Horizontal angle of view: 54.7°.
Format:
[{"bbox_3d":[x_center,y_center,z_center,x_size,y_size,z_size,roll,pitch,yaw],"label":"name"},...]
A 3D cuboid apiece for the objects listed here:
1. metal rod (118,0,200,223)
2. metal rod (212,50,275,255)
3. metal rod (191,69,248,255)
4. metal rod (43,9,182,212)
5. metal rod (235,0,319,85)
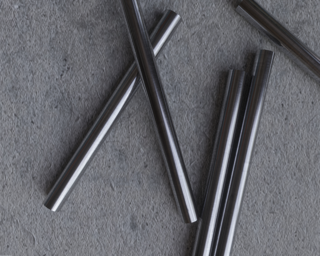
[{"bbox_3d":[0.000,-0.022,0.392,0.025,0.025,0.298,-16,97,0],"label":"metal rod"},{"bbox_3d":[0.108,0.046,0.410,0.025,0.025,0.298,12,90,0],"label":"metal rod"},{"bbox_3d":[0.074,0.072,0.410,0.025,0.025,0.298,11,90,0],"label":"metal rod"},{"bbox_3d":[-0.062,-0.023,0.409,0.025,0.025,0.299,33,90,0],"label":"metal rod"},{"bbox_3d":[0.221,-0.068,0.411,0.300,0.025,0.025,41,90,0],"label":"metal rod"}]
